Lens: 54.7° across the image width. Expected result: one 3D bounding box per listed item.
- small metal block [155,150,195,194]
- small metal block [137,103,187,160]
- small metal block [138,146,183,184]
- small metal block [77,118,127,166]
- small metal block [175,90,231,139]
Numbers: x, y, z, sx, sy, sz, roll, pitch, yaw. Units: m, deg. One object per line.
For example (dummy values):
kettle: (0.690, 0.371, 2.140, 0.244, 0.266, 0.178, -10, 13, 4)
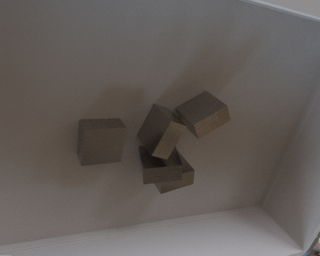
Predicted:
small metal block: (0.014, 0.061, 0.438, 0.050, 0.050, 0.025, -13, 124, -22)
small metal block: (0.001, 0.004, 0.395, 0.025, 0.050, 0.050, 18, 109, -35)
small metal block: (-0.001, 0.047, 0.413, 0.050, 0.050, 0.025, -5, 121, -8)
small metal block: (-0.072, 0.017, 0.379, 0.050, 0.025, 0.050, -3, 120, -27)
small metal block: (0.056, -0.019, 0.411, 0.050, 0.050, 0.025, -29, 128, -10)
